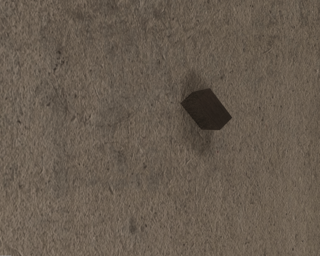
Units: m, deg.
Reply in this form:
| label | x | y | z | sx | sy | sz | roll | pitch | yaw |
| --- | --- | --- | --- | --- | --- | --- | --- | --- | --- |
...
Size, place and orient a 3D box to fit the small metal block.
| label | x | y | z | sx | sy | sz | roll | pitch | yaw |
| --- | --- | --- | --- | --- | --- | --- | --- | --- | --- |
| small metal block | 0.062 | -0.024 | 0.420 | 0.025 | 0.050 | 0.050 | -44 | 104 | -15 |
